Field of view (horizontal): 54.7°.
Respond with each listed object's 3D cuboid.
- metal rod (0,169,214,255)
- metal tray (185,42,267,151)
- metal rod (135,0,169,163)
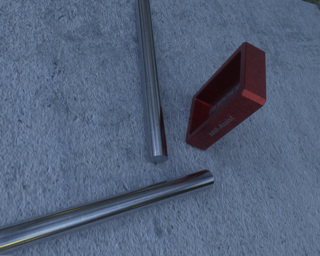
[{"bbox_3d":[-0.065,0.086,0.317,0.303,0.025,0.025,-9,67,-33],"label":"metal rod"},{"bbox_3d":[0.083,-0.037,0.406,0.030,0.129,0.090,24,53,-15],"label":"metal tray"},{"bbox_3d":[-0.016,-0.092,0.452,0.025,0.025,0.299,8,58,-24],"label":"metal rod"}]
